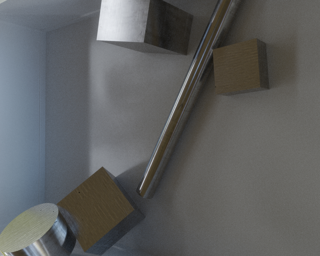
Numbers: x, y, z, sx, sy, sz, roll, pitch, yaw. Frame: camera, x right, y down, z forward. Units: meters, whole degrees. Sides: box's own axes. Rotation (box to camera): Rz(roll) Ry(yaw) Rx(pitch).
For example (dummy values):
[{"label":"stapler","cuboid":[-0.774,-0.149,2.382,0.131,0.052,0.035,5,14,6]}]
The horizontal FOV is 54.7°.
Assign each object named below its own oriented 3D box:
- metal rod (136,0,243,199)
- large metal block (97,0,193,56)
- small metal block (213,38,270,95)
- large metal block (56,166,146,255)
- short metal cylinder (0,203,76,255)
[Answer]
[{"label":"metal rod","cuboid":[0.035,-0.042,0.376,0.025,0.025,0.298,36,112,34]},{"label":"large metal block","cuboid":[-0.018,-0.124,0.384,0.080,0.081,0.050,15,100,38]},{"label":"small metal block","cuboid":[0.087,-0.064,0.334,0.050,0.025,0.050,-5,87,39]},{"label":"large metal block","cuboid":[-0.081,0.115,0.431,0.080,0.050,0.080,-40,60,-7]},{"label":"short metal cylinder","cuboid":[-0.158,0.144,0.402,0.080,0.080,0.050,1,124,39]}]
